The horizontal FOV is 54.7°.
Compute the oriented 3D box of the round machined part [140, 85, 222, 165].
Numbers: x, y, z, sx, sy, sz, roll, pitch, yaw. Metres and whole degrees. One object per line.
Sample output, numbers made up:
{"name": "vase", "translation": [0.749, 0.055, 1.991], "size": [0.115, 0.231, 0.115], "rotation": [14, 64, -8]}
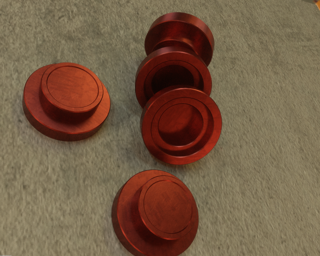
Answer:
{"name": "round machined part", "translation": [0.024, -0.007, 0.388], "size": [0.099, 0.097, 0.042], "rotation": [21, 14, -17]}

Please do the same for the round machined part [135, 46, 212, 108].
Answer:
{"name": "round machined part", "translation": [0.016, -0.061, 0.411], "size": [0.099, 0.097, 0.042], "rotation": [20, 29, -17]}

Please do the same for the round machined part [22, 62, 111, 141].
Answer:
{"name": "round machined part", "translation": [-0.105, -0.037, 0.360], "size": [0.099, 0.042, 0.098], "rotation": [14, 56, -21]}

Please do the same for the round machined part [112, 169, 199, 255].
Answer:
{"name": "round machined part", "translation": [0.001, 0.091, 0.339], "size": [0.099, 0.042, 0.098], "rotation": [14, 56, -21]}

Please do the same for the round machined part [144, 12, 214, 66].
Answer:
{"name": "round machined part", "translation": [0.025, -0.108, 0.438], "size": [0.098, 0.097, 0.042], "rotation": [26, 52, -12]}
